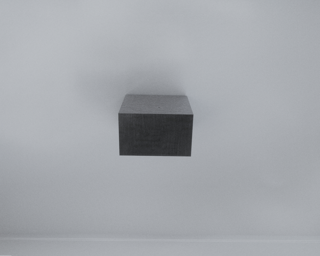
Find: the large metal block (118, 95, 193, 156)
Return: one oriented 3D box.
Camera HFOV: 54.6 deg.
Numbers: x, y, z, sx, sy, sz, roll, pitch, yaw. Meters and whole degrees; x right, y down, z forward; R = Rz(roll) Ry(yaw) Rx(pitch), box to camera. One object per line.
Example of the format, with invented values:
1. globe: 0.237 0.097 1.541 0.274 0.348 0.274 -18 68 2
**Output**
1. large metal block: -0.005 -0.006 0.377 0.080 0.080 0.050 1 110 -1
